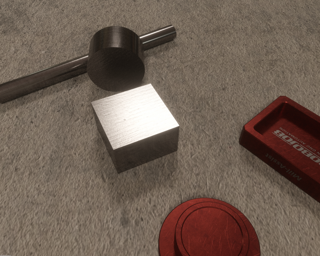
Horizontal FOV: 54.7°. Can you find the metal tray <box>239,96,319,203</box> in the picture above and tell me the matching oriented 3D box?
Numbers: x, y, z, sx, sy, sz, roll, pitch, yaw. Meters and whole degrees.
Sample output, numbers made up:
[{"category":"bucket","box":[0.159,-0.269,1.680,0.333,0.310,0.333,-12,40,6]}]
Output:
[{"category":"metal tray","box":[0.178,0.022,0.383,0.091,0.030,0.130,-35,59,-26]}]

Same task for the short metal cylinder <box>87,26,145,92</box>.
[{"category":"short metal cylinder","box":[-0.063,-0.099,0.450,0.081,0.080,0.050,-3,50,-3]}]

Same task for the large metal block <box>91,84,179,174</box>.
[{"category":"large metal block","box":[-0.031,-0.001,0.388,0.081,0.050,0.080,-20,53,-16]}]

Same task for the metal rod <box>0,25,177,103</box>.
[{"category":"metal rod","box":[-0.105,-0.108,0.492,0.302,0.025,0.025,-26,55,-21]}]

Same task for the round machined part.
[{"category":"round machined part","box":[0.047,0.111,0.299,0.099,0.042,0.098,0,50,0]}]
